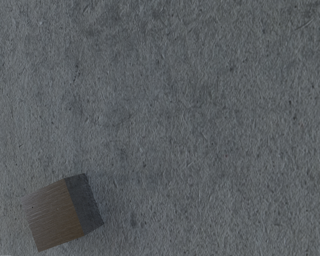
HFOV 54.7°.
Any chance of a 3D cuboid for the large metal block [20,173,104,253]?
[{"bbox_3d":[-0.139,0.119,0.443,0.080,0.050,0.080,-25,82,18],"label":"large metal block"}]
